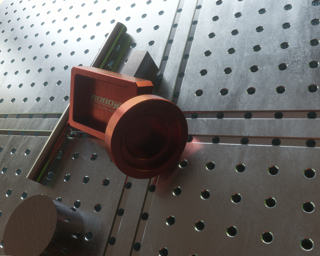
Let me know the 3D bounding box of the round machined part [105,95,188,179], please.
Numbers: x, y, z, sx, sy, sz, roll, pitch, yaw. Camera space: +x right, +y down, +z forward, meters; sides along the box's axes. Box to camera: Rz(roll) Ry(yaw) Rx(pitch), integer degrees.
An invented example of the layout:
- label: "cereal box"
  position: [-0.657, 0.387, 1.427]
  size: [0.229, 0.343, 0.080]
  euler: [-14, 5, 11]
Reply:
- label: "round machined part"
  position: [-0.019, 0.008, 0.369]
  size: [0.098, 0.098, 0.042]
  euler: [-49, 34, -6]

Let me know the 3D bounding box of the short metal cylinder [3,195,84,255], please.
- label: "short metal cylinder"
  position: [-0.144, 0.130, 0.386]
  size: [0.080, 0.050, 0.080]
  euler: [-13, 56, 21]

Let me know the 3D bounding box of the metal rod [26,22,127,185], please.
- label: "metal rod"
  position: [-0.127, -0.051, 0.504]
  size: [0.025, 0.025, 0.300]
  euler: [11, 67, 32]

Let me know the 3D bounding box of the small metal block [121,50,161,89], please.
- label: "small metal block"
  position: [-0.028, -0.077, 0.451]
  size: [0.025, 0.050, 0.050]
  euler: [10, 64, 32]

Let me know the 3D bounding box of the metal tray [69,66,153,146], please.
- label: "metal tray"
  position: [-0.073, -0.031, 0.428]
  size: [0.130, 0.030, 0.089]
  euler: [19, 110, 35]
